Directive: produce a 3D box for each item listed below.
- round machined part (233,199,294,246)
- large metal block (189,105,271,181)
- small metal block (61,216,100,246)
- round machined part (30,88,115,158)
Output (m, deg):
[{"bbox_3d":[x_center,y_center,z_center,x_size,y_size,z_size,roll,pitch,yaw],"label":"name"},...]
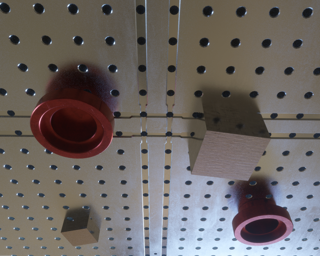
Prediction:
[{"bbox_3d":[0.175,0.161,0.539,0.099,0.042,0.097,0,130,0],"label":"round machined part"},{"bbox_3d":[0.088,0.022,0.414,0.081,0.050,0.079,7,130,-7],"label":"large metal block"},{"bbox_3d":[-0.146,0.192,0.573,0.050,0.025,0.050,-12,129,10],"label":"small metal block"},{"bbox_3d":[-0.106,-0.010,0.391,0.099,0.042,0.097,0,130,0],"label":"round machined part"}]
